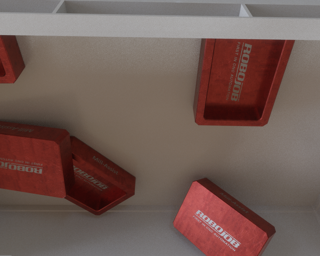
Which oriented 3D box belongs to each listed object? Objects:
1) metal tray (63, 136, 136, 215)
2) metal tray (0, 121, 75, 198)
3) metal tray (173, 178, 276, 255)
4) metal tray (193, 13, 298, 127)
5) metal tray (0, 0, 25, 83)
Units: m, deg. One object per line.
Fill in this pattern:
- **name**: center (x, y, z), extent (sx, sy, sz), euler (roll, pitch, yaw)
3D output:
- **metal tray**: center (-0.113, 0.077, 0.469), extent (0.090, 0.030, 0.130), euler (-35, 123, 25)
- **metal tray**: center (-0.183, 0.040, 0.409), extent (0.131, 0.030, 0.089), euler (7, 118, 8)
- **metal tray**: center (0.090, 0.146, 0.458), extent (0.030, 0.130, 0.089), euler (-2, 120, -52)
- **metal tray**: center (0.090, -0.061, 0.355), extent (0.091, 0.030, 0.129), euler (1, 130, -2)
- **metal tray**: center (-0.223, -0.092, 0.323), extent (0.131, 0.030, 0.089), euler (-1, 130, 0)
